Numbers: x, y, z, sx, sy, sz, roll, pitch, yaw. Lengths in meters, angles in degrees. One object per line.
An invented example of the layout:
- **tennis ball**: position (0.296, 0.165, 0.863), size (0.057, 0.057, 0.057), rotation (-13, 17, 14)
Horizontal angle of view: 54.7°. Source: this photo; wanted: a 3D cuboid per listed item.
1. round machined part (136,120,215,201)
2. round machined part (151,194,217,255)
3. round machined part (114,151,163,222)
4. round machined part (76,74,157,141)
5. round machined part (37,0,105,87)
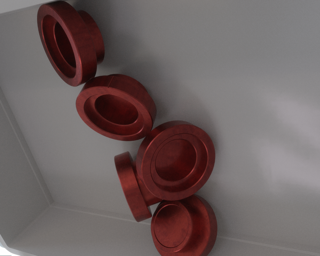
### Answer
- **round machined part**: position (0.016, 0.038, 0.389), size (0.042, 0.099, 0.097), rotation (34, 146, 63)
- **round machined part**: position (0.026, 0.138, 0.432), size (0.098, 0.098, 0.042), rotation (-14, 154, 33)
- **round machined part**: position (-0.027, 0.078, 0.437), size (0.042, 0.098, 0.097), rotation (-20, 113, -4)
- **round machined part**: position (-0.052, -0.030, 0.393), size (0.098, 0.042, 0.097), rotation (10, 141, 8)
- **round machined part**: position (-0.103, -0.103, 0.374), size (0.098, 0.042, 0.097), rotation (35, 141, 35)
